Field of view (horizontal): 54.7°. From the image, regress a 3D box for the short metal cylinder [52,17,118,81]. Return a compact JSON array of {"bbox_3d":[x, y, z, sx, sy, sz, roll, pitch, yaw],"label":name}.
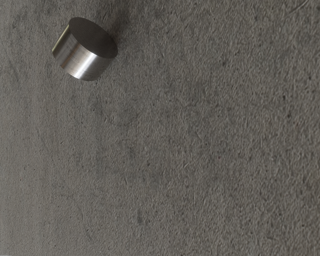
[{"bbox_3d":[-0.110,-0.117,0.460,0.050,0.081,0.080,-42,65,32],"label":"short metal cylinder"}]
